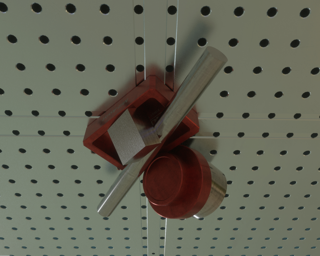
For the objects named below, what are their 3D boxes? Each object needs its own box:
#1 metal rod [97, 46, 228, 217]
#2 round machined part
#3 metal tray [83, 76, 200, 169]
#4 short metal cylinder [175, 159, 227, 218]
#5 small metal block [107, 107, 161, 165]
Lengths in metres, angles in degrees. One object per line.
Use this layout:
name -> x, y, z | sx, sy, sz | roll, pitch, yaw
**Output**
metal rod -> -0.014, 0.026, 0.394 | 0.025, 0.025, 0.298 | 22, 127, -18
round machined part -> 0.015, 0.069, 0.409 | 0.098, 0.098, 0.042 | -38, 143, 27
metal tray -> -0.025, 0.002, 0.409 | 0.130, 0.030, 0.090 | -35, 122, 26
short metal cylinder -> 0.048, 0.081, 0.444 | 0.080, 0.080, 0.050 | -36, 122, 26
small metal block -> -0.032, 0.010, 0.375 | 0.025, 0.050, 0.050 | -9, 156, -45
